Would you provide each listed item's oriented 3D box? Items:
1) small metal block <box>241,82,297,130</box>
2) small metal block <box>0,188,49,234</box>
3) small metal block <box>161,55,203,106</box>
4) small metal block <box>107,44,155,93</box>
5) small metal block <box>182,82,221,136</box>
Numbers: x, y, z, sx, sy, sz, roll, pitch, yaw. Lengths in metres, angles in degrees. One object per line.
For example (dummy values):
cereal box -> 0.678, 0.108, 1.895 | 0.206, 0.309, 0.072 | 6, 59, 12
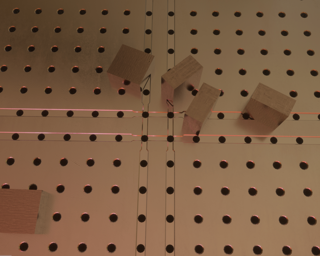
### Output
small metal block -> 0.142, -0.028, 0.409 | 0.050, 0.050, 0.025 | 29, 73, 10
small metal block -> -0.167, 0.101, 0.374 | 0.050, 0.025, 0.050 | 2, 70, 1
small metal block -> 0.029, -0.064, 0.422 | 0.050, 0.050, 0.025 | -38, 75, -13
small metal block -> -0.040, -0.085, 0.443 | 0.050, 0.025, 0.050 | 22, 71, 8
small metal block -> 0.054, -0.024, 0.407 | 0.025, 0.050, 0.050 | 29, 73, 10
